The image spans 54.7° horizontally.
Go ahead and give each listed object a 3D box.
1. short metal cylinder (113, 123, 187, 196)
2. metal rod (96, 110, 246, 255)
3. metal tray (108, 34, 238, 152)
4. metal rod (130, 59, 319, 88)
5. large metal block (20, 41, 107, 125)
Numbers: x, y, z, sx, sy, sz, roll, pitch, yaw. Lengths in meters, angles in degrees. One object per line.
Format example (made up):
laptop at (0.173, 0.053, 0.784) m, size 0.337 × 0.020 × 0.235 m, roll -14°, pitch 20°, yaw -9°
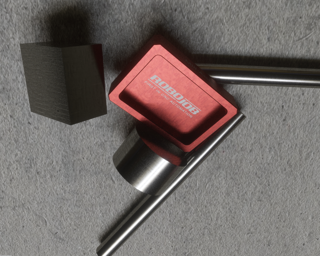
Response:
short metal cylinder at (-0.012, 0.039, 0.395) m, size 0.080 × 0.080 × 0.050 m, roll 35°, pitch 106°, yaw -12°
metal rod at (0.007, 0.086, 0.441) m, size 0.025 × 0.025 × 0.299 m, roll 38°, pitch 105°, yaw -13°
metal tray at (0.016, -0.036, 0.373) m, size 0.130 × 0.030 × 0.090 m, roll 35°, pitch 118°, yaw -22°
metal rod at (0.115, -0.066, 0.387) m, size 0.302 × 0.025 × 0.025 m, roll 2°, pitch 110°, yaw -2°
large metal block at (-0.109, -0.055, 0.353) m, size 0.080 × 0.050 × 0.079 m, roll 15°, pitch 116°, yaw 37°
